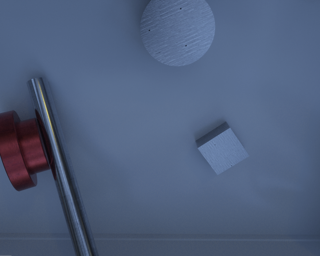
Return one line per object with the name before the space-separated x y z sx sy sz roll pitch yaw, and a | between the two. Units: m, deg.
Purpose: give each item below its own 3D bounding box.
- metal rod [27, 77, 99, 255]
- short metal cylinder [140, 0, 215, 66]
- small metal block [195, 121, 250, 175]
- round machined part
metal rod | -0.109 0.082 0.375 0.025 0.025 0.299 -19 84 6
short metal cylinder | 0.019 -0.115 0.356 0.081 0.050 0.079 0 110 -1
small metal block | 0.085 0.028 0.423 0.050 0.025 0.050 -34 107 11
round machined part | -0.166 0.025 0.383 0.042 0.098 0.097 -16 111 -17
